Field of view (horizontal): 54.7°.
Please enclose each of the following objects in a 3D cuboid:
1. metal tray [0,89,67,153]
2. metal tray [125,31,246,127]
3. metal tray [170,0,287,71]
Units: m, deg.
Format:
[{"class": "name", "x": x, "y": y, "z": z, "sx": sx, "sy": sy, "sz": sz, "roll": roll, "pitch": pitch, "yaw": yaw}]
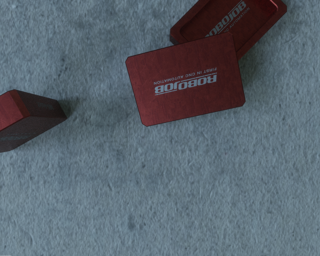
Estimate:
[{"class": "metal tray", "x": -0.171, "y": -0.003, "z": 0.355, "sx": 0.090, "sy": 0.130, "sz": 0.030, "roll": -29, "pitch": 90, "yaw": 0}, {"class": "metal tray", "x": 0.032, "y": -0.060, "z": 0.387, "sx": 0.131, "sy": 0.030, "sz": 0.089, "roll": -12, "pitch": 103, "yaw": 9}, {"class": "metal tray", "x": 0.088, "y": -0.137, "z": 0.408, "sx": 0.090, "sy": 0.030, "sz": 0.130, "roll": 44, "pitch": 90, "yaw": -1}]
